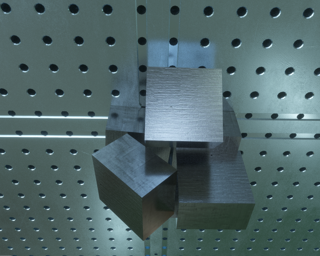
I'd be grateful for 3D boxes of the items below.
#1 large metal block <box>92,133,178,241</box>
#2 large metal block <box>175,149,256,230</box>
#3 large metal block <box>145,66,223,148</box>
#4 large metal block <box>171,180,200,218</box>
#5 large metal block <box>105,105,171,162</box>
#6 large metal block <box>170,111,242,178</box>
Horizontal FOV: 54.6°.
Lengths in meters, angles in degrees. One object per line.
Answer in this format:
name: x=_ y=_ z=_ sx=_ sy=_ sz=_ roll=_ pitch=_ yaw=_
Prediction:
large metal block: x=-0.029 y=0.066 z=0.355 sx=0.080 sy=0.050 sz=0.080 roll=33 pitch=140 yaw=32
large metal block: x=0.059 y=0.072 z=0.371 sx=0.080 sy=0.080 sz=0.050 roll=1 pitch=130 yaw=-1
large metal block: x=0.025 y=-0.021 z=0.348 sx=0.080 sy=0.080 sz=0.050 roll=2 pitch=168 yaw=-2
large metal block: x=0.016 y=0.097 z=0.451 sx=0.080 sy=0.050 sz=0.080 roll=2 pitch=175 yaw=-1
large metal block: x=-0.029 y=0.020 z=0.412 sx=0.080 sy=0.050 sz=0.080 roll=5 pitch=130 yaw=-5
large metal block: x=0.056 y=0.023 z=0.415 sx=0.080 sy=0.050 sz=0.080 roll=2 pitch=130 yaw=-2
